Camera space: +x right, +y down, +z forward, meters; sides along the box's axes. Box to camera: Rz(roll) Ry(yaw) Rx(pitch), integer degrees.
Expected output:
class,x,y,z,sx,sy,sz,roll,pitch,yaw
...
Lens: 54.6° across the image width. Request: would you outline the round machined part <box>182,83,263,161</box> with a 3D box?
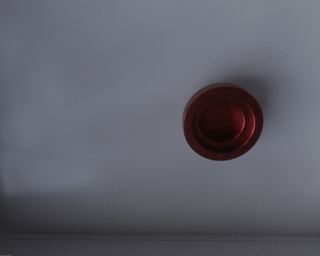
class,x,y,z,sx,sy,sz,roll,pitch,yaw
round machined part,0.077,-0.011,0.399,0.099,0.042,0.097,0,110,0
